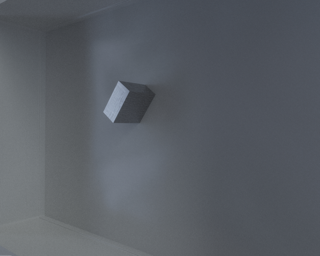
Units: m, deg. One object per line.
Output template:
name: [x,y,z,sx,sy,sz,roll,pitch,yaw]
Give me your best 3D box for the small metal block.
small metal block: [-0.041,-0.034,0.423,0.025,0.050,0.050,45,117,30]
